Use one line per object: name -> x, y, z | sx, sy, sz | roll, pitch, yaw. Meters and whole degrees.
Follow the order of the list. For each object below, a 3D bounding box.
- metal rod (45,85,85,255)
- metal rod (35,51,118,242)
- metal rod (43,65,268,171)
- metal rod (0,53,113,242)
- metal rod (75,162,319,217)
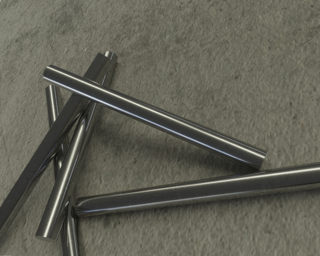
metal rod -> -0.143, 0.045, 0.448 | 0.025, 0.025, 0.299 | -29, 52, 10
metal rod -> -0.107, 0.004, 0.436 | 0.025, 0.025, 0.300 | -6, 53, 24
metal rod -> -0.022, -0.020, 0.377 | 0.301, 0.025, 0.025 | 23, 74, 20
metal rod -> -0.155, 0.027, 0.431 | 0.025, 0.025, 0.299 | 29, 86, 37
metal rod -> 0.038, 0.070, 0.340 | 0.301, 0.025, 0.025 | -12, 57, 21
